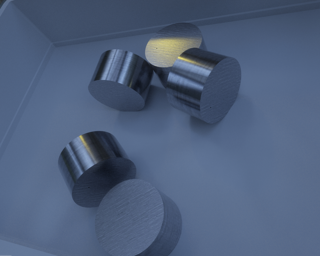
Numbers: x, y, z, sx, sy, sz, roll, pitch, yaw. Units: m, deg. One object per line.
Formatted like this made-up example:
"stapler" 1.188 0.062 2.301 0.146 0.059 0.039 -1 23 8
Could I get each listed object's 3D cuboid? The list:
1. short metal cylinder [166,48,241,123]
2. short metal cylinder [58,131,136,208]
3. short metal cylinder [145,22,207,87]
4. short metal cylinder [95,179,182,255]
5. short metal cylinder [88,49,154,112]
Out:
"short metal cylinder" 0.054 -0.051 0.373 0.050 0.080 0.080 27 77 37
"short metal cylinder" -0.076 0.050 0.378 0.080 0.080 0.050 -41 51 0
"short metal cylinder" 0.026 -0.100 0.433 0.080 0.050 0.080 -11 56 18
"short metal cylinder" -0.022 0.102 0.338 0.080 0.050 0.080 -13 56 20
"short metal cylinder" -0.054 -0.065 0.437 0.080 0.080 0.050 1 63 28
